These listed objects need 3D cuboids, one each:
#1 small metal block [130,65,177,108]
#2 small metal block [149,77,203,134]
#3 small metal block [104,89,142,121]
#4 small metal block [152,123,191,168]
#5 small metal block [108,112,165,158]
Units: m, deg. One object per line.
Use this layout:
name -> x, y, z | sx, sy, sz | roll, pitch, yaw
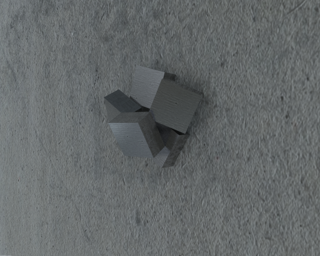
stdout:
small metal block -> -0.010, -0.053, 0.414 | 0.050, 0.025, 0.050 | 22, 104, 37
small metal block -> 0.018, -0.028, 0.375 | 0.050, 0.025, 0.050 | 23, 107, 2
small metal block -> -0.050, -0.017, 0.430 | 0.050, 0.025, 0.050 | 40, 150, 31
small metal block -> 0.004, 0.016, 0.402 | 0.050, 0.025, 0.050 | 40, 114, 32
small metal block -> -0.028, 0.008, 0.381 | 0.050, 0.025, 0.050 | 0, 123, 39
